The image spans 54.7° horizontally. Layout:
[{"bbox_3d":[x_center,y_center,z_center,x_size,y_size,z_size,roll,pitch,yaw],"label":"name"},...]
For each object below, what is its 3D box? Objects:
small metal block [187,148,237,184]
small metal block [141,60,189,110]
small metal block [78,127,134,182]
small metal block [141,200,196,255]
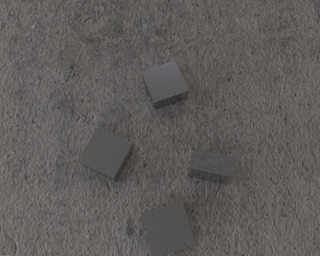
[{"bbox_3d":[0.062,0.048,0.378,0.050,0.050,0.025,12,71,4],"label":"small metal block"},{"bbox_3d":[0.007,-0.059,0.430,0.050,0.025,0.050,-20,71,-7],"label":"small metal block"},{"bbox_3d":[-0.067,0.034,0.395,0.050,0.025,0.050,24,72,8],"label":"small metal block"},{"bbox_3d":[0.009,0.118,0.365,0.050,0.025,0.050,-15,71,-6],"label":"small metal block"}]
